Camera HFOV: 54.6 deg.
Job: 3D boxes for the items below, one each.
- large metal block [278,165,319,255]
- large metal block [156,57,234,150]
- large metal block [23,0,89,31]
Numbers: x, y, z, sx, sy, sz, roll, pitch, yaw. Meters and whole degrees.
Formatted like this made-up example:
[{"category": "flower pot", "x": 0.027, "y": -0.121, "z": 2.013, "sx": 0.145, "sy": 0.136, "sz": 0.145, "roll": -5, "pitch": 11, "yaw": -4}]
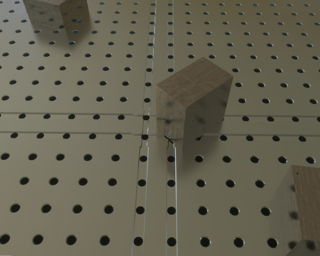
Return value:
[{"category": "large metal block", "x": 0.173, "y": 0.090, "z": 0.317, "sx": 0.080, "sy": 0.050, "sz": 0.080, "roll": 7, "pitch": 50, "yaw": 6}, {"category": "large metal block", "x": 0.042, "y": -0.031, "z": 0.399, "sx": 0.080, "sy": 0.080, "sz": 0.050, "roll": -34, "pitch": 58, "yaw": -25}, {"category": "large metal block", "x": -0.196, "y": -0.237, "z": 0.590, "sx": 0.080, "sy": 0.050, "sz": 0.080, "roll": 18, "pitch": 52, "yaw": 15}]
